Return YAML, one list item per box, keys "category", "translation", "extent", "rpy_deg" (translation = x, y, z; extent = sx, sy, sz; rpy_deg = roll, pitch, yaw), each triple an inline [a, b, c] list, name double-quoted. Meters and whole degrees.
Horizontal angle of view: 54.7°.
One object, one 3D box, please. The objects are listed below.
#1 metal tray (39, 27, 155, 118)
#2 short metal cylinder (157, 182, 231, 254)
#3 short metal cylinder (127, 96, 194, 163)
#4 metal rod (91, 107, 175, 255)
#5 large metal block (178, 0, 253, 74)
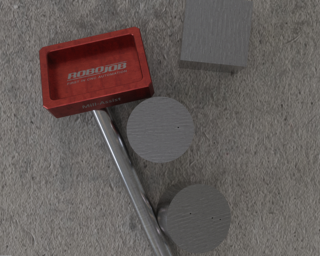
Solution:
- category: "metal tray"
  translation: [-0.080, -0.071, 0.390]
  extent: [0.131, 0.030, 0.090]
  rpy_deg: [-13, 68, 0]
- category: "short metal cylinder"
  translation: [0.041, 0.109, 0.388]
  extent: [0.081, 0.050, 0.080]
  rpy_deg: [2, 83, -14]
- category: "short metal cylinder"
  translation: [0.000, 0.000, 0.394]
  extent: [0.081, 0.050, 0.079]
  rpy_deg: [0, 95, -3]
- category: "metal rod"
  translation: [-0.027, 0.093, 0.409]
  extent: [0.025, 0.025, 0.299]
  rpy_deg: [-24, 90, 0]
- category: "large metal block"
  translation: [0.069, -0.118, 0.398]
  extent: [0.080, 0.050, 0.080]
  rpy_deg: [6, 90, 0]
